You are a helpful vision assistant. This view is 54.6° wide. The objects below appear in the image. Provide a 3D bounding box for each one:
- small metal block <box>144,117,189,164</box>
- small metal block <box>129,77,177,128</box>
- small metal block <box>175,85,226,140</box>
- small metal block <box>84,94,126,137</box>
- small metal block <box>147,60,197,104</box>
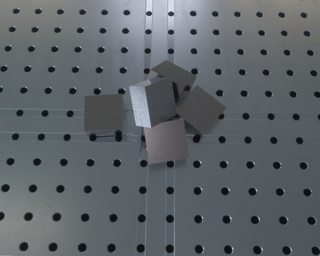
[{"bbox_3d":[0.007,0.016,0.396,0.050,0.025,0.050,-9,98,-3],"label":"small metal block"},{"bbox_3d":[-0.008,-0.033,0.383,0.025,0.050,0.050,8,25,39],"label":"small metal block"},{"bbox_3d":[0.052,-0.021,0.420,0.050,0.025,0.050,41,75,13],"label":"small metal block"},{"bbox_3d":[-0.074,-0.017,0.418,0.050,0.025,0.050,-4,70,-2],"label":"small metal block"},{"bbox_3d":[0.016,-0.064,0.422,0.050,0.025,0.050,30,35,11],"label":"small metal block"}]
